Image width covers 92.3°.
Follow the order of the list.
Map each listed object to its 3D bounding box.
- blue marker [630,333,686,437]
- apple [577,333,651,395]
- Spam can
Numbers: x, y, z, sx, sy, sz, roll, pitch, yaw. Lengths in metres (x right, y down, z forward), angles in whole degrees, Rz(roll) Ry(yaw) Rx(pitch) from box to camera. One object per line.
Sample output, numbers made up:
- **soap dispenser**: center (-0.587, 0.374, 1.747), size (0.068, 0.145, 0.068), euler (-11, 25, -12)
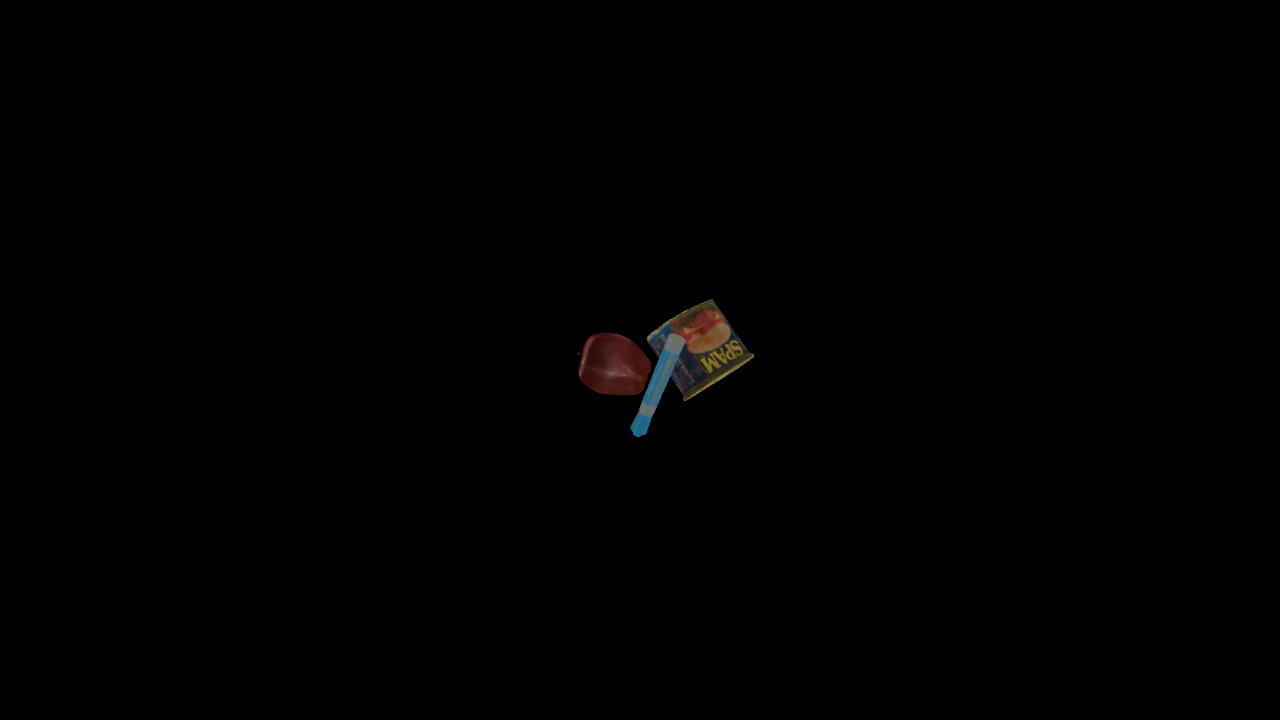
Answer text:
- **blue marker**: center (0.017, 0.029, 0.648), size (0.020, 0.121, 0.020), euler (19, 21, -7)
- **apple**: center (-0.034, 0.005, 0.768), size (0.093, 0.079, 0.079), euler (19, -2, -5)
- **Spam can**: center (0.069, -0.013, 0.710), size (0.101, 0.085, 0.058), euler (-27, -10, -41)
